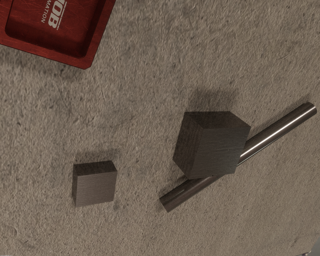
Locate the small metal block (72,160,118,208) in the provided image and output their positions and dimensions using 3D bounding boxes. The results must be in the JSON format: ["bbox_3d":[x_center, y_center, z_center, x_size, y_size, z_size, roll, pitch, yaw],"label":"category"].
[{"bbox_3d":[-0.086,0.073,0.406,0.050,0.025,0.050,-4,120,-27],"label":"small metal block"}]

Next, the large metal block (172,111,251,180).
[{"bbox_3d":[0.073,0.023,0.447,0.081,0.050,0.079,-2,120,-28],"label":"large metal block"}]

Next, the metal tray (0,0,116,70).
[{"bbox_3d":[-0.087,-0.127,0.277,0.091,0.030,0.129,13,112,-34],"label":"metal tray"}]

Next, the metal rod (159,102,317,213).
[{"bbox_3d":[0.132,0.045,0.509,0.301,0.025,0.025,-32,129,-8],"label":"metal rod"}]
